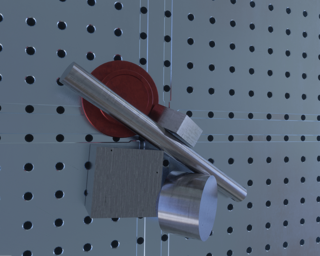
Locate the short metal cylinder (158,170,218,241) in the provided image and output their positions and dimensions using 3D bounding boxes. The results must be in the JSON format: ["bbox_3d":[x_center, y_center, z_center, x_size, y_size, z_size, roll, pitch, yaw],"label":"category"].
[{"bbox_3d":[0.038,0.097,0.392,0.080,0.050,0.079,4,90,-65],"label":"short metal cylinder"}]

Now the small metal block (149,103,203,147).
[{"bbox_3d":[0.019,-0.003,0.397,0.025,0.050,0.050,-60,142,-7],"label":"small metal block"}]

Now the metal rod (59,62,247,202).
[{"bbox_3d":[0.012,0.021,0.384,0.301,0.025,0.025,36,78,-30],"label":"metal rod"}]

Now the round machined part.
[{"bbox_3d":[-0.047,-0.036,0.387,0.099,0.042,0.097,0,90,-21],"label":"round machined part"}]

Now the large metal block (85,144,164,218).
[{"bbox_3d":[-0.045,0.064,0.381,0.081,0.050,0.080,5,88,-20],"label":"large metal block"}]
